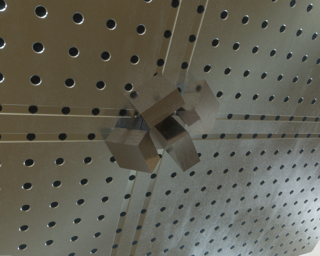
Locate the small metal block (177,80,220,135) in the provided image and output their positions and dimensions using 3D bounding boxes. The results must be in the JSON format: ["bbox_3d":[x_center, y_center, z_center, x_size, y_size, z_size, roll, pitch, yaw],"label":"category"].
[{"bbox_3d":[0.052,-0.026,0.405,0.050,0.025,0.050,50,49,-39],"label":"small metal block"}]

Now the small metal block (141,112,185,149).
[{"bbox_3d":[0.004,0.000,0.412,0.050,0.025,0.050,0,118,-30],"label":"small metal block"}]

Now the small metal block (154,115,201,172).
[{"bbox_3d":[0.020,0.018,0.384,0.025,0.050,0.050,-32,129,-8],"label":"small metal block"}]

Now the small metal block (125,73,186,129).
[{"bbox_3d":[-0.006,-0.034,0.370,0.050,0.050,0.025,-35,129,-5],"label":"small metal block"}]

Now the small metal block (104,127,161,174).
[{"bbox_3d":[-0.034,0.028,0.389,0.025,0.050,0.050,-58,140,-37],"label":"small metal block"}]
